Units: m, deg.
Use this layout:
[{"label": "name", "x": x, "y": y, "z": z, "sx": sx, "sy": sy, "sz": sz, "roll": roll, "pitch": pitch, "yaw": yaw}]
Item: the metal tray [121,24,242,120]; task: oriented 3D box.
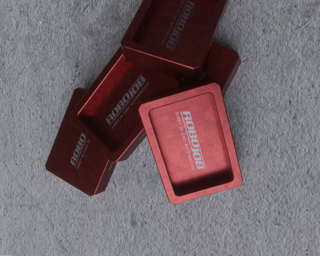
[{"label": "metal tray", "x": 0.025, "y": -0.076, "z": 0.398, "sx": 0.130, "sy": 0.030, "sz": 0.090, "roll": 28, "pitch": 99, "yaw": 17}]

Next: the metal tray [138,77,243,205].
[{"label": "metal tray", "x": 0.036, "y": 0.017, "z": 0.358, "sx": 0.090, "sy": 0.030, "sz": 0.129, "roll": -17, "pitch": 109, "yaw": 2}]

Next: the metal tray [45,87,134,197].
[{"label": "metal tray", "x": -0.100, "y": 0.019, "z": 0.441, "sx": 0.090, "sy": 0.030, "sz": 0.129, "roll": 26, "pitch": 98, "yaw": 17}]

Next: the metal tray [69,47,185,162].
[{"label": "metal tray", "x": -0.043, "y": -0.032, "z": 0.390, "sx": 0.090, "sy": 0.030, "sz": 0.130, "roll": 43, "pitch": 103, "yaw": 14}]

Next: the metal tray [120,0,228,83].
[{"label": "metal tray", "x": 0.021, "y": -0.125, "z": 0.363, "sx": 0.090, "sy": 0.030, "sz": 0.130, "roll": 20, "pitch": 69, "yaw": 8}]
